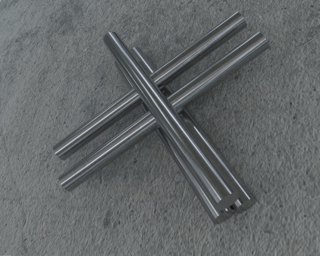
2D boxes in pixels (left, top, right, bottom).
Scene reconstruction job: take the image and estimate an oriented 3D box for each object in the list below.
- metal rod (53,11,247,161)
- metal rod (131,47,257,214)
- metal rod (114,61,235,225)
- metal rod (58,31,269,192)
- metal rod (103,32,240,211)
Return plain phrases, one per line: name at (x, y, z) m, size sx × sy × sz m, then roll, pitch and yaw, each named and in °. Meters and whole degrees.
metal rod at (-0.016, -0.054, 0.413) m, size 0.300 × 0.025 × 0.025 m, roll -36°, pitch 51°, yaw 3°
metal rod at (0.023, -0.020, 0.404) m, size 0.025 × 0.025 × 0.300 m, roll -36°, pitch 51°, yaw 4°
metal rod at (0.002, -0.008, 0.408) m, size 0.025 × 0.025 × 0.300 m, roll -36°, pitch 51°, yaw 4°
metal rod at (0.002, -0.018, 0.382) m, size 0.300 × 0.025 × 0.025 m, roll -36°, pitch 51°, yaw 3°
metal rod at (-0.006, -0.033, 0.363) m, size 0.025 × 0.025 × 0.300 m, roll -37°, pitch 51°, yaw 3°
